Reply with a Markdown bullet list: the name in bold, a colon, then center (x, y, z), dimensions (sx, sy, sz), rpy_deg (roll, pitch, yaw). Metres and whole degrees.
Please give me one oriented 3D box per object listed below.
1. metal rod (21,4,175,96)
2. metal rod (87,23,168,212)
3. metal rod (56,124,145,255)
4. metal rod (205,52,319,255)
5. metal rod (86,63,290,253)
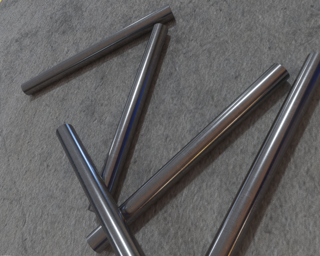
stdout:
- **metal rod**: center (-0.115, -0.132, 0.542), dimensions (0.301, 0.025, 0.025), rpy_deg (-25, 53, 12)
- **metal rod**: center (-0.038, -0.028, 0.439), dimensions (0.025, 0.025, 0.300), rpy_deg (3, 63, 29)
- **metal rod**: center (-0.057, 0.093, 0.341), dimensions (0.025, 0.025, 0.300), rpy_deg (-41, 52, 0)
- **metal rod**: center (0.106, 0.045, 0.320), dimensions (0.025, 0.025, 0.300), rpy_deg (22, 73, 35)
- **metal rod**: center (0.034, 0.034, 0.364), dimensions (0.300, 0.025, 0.025), rpy_deg (-43, 51, -2)
